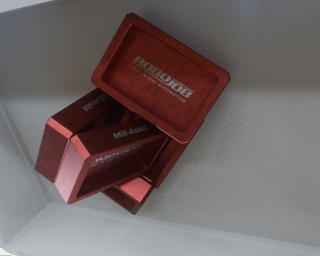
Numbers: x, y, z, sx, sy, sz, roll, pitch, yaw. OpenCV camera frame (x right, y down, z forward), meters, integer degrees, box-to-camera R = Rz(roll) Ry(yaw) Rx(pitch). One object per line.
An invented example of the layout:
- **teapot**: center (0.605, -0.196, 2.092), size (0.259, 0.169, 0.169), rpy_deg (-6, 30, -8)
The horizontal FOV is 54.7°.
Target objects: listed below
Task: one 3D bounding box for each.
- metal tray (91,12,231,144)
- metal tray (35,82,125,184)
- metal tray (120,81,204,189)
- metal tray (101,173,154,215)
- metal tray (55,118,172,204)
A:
- **metal tray**: center (0.000, -0.055, 0.346), size (0.130, 0.030, 0.090), rpy_deg (34, 103, 5)
- **metal tray**: center (-0.090, -0.001, 0.382), size (0.030, 0.131, 0.089), rpy_deg (35, 129, 6)
- **metal tray**: center (-0.011, 0.014, 0.416), size (0.090, 0.030, 0.129), rpy_deg (34, 129, 5)
- **metal tray**: center (-0.078, 0.075, 0.466), size (0.130, 0.030, 0.090), rpy_deg (34, 153, 5)
- **metal tray**: center (-0.050, 0.034, 0.369), size (0.030, 0.131, 0.089), rpy_deg (50, 132, 23)
